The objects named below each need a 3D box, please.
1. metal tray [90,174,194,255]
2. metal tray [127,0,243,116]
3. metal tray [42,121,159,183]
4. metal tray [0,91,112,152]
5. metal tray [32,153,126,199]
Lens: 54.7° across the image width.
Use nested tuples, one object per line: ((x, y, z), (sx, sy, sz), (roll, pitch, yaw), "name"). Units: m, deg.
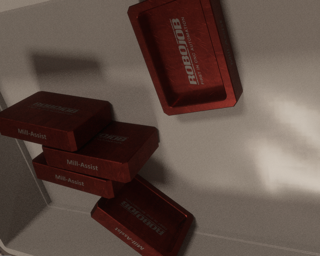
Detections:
((-0.023, 0.130, 0.457), (0.130, 0.090, 0.030), (36, 129, 4), "metal tray")
((0.029, -0.082, 0.338), (0.090, 0.030, 0.129), (-7, 115, 31), "metal tray")
((-0.079, 0.024, 0.421), (0.130, 0.090, 0.030), (8, 122, 23), "metal tray")
((-0.146, -0.014, 0.432), (0.130, 0.090, 0.030), (10, 123, 22), "metal tray")
((-0.102, 0.048, 0.448), (0.130, 0.090, 0.030), (10, 123, 22), "metal tray")
